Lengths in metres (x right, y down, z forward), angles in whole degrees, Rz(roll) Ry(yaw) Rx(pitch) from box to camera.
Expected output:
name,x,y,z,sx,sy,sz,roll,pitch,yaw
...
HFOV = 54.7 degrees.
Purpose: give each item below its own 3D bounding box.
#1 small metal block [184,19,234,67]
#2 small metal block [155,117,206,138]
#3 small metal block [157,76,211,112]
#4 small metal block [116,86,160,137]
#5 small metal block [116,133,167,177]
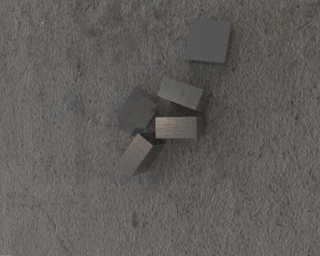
name,x,y,z,sx,sy,sz,roll,pitch,yaw
small metal block,0.062,-0.106,0.387,0.050,0.025,0.050,10,93,19
small metal block,0.027,-0.001,0.386,0.050,0.050,0.025,-1,90,20
small metal block,0.032,-0.041,0.384,0.050,0.050,0.025,23,98,18
small metal block,-0.030,-0.022,0.404,0.025,0.050,0.050,29,103,-24
small metal block,-0.023,0.033,0.404,0.025,0.050,0.050,39,102,16
